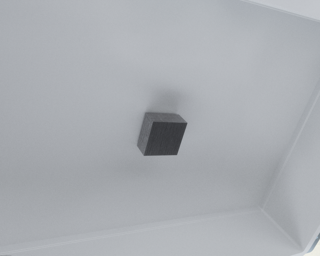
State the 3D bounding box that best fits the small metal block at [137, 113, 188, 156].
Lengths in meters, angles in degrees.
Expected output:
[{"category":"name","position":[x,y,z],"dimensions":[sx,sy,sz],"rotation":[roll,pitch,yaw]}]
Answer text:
[{"category":"small metal block","position":[0.002,0.009,0.410],"dimensions":[0.050,0.025,0.050],"rotation":[2,118,-29]}]
